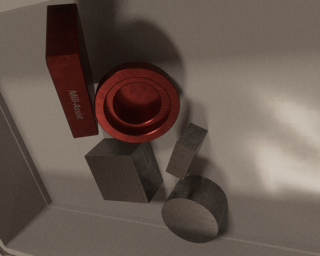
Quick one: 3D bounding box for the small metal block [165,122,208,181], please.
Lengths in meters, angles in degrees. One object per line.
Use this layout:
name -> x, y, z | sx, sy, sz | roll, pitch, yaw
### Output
small metal block -> 0.034, 0.029, 0.391 | 0.025, 0.050, 0.050 | 26, 127, 12

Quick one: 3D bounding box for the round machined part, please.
round machined part -> -0.028, -0.034, 0.372 | 0.099, 0.042, 0.097 | -3, 122, -5

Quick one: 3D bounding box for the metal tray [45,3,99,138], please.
metal tray -> -0.097, -0.060, 0.353 | 0.030, 0.090, 0.129 | -8, 145, -7

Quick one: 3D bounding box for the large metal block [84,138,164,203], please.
large metal block -> -0.051, 0.061, 0.455 | 0.080, 0.050, 0.080 | -4, 117, 29

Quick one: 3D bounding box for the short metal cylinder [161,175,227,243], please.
short metal cylinder -> 0.049, 0.114, 0.436 | 0.080, 0.050, 0.079 | 13, 124, 20
